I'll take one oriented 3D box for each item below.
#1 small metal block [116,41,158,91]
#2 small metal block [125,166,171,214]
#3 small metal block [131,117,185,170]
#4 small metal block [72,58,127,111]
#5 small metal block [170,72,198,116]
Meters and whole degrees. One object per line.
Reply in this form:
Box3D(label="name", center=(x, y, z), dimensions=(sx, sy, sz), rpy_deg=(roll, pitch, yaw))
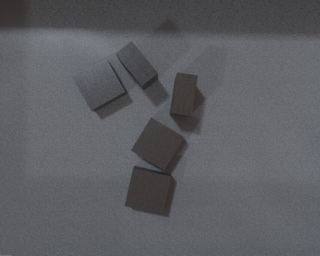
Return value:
Box3D(label="small metal block", center=(-0.028, -0.078, 0.399), dimensions=(0.025, 0.050, 0.050), rpy_deg=(-39, 91, 0))
Box3D(label="small metal block", center=(-0.016, 0.082, 0.411), dimensions=(0.050, 0.025, 0.050), rpy_deg=(12, 90, -1))
Box3D(label="small metal block", center=(-0.003, 0.020, 0.411), dimensions=(0.050, 0.025, 0.050), rpy_deg=(31, 90, -1))
Box3D(label="small metal block", center=(-0.079, -0.056, 0.410), dimensions=(0.050, 0.025, 0.050), rpy_deg=(-29, 90, -1))
Box3D(label="small metal block", center=(0.029, -0.041, 0.399), dimensions=(0.025, 0.050, 0.050), rpy_deg=(9, 90, 0))
